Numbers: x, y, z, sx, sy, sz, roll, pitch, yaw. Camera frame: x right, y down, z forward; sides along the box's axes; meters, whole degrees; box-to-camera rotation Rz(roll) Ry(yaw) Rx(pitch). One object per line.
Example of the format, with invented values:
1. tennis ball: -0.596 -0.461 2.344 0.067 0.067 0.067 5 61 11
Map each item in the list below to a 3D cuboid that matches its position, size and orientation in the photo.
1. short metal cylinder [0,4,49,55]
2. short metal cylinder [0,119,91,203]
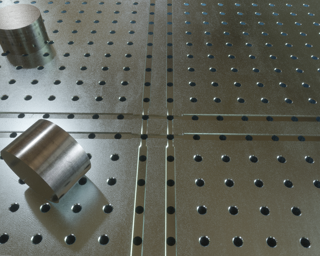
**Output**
1. short metal cylinder: -0.240 -0.170 0.532 0.081 0.050 0.080 0 50 0
2. short metal cylinder: -0.124 0.037 0.340 0.080 0.080 0.050 26 55 20
